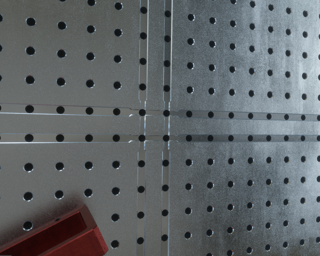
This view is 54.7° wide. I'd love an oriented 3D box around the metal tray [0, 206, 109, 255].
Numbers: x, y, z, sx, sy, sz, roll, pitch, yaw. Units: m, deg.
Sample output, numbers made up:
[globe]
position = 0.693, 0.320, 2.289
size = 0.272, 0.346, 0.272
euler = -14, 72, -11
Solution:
[metal tray]
position = -0.128, 0.137, 0.331
size = 0.131, 0.090, 0.030
euler = -25, 99, -19
